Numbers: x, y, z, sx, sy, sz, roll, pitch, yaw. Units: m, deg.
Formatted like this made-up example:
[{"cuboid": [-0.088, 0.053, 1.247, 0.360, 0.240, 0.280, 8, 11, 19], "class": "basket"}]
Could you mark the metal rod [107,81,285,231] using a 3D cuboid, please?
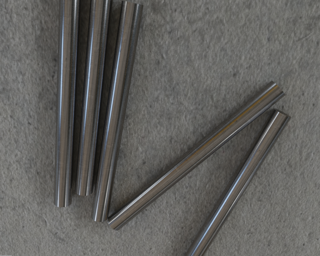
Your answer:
[{"cuboid": [0.041, 0.045, 0.427, 0.300, 0.025, 0.025, -41, 105, 13], "class": "metal rod"}]

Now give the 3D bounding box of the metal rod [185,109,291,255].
[{"cuboid": [0.098, 0.108, 0.450, 0.025, 0.025, 0.298, 23, 108, -9], "class": "metal rod"}]

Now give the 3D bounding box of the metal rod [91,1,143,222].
[{"cuboid": [-0.060, -0.007, 0.406, 0.025, 0.025, 0.298, 10, 110, -4], "class": "metal rod"}]

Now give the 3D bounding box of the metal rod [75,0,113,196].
[{"cuboid": [-0.084, -0.048, 0.390, 0.025, 0.025, 0.298, 9, 110, -4], "class": "metal rod"}]

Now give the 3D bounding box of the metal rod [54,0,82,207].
[{"cuboid": [-0.119, -0.031, 0.396, 0.025, 0.025, 0.298, 7, 110, -3], "class": "metal rod"}]
